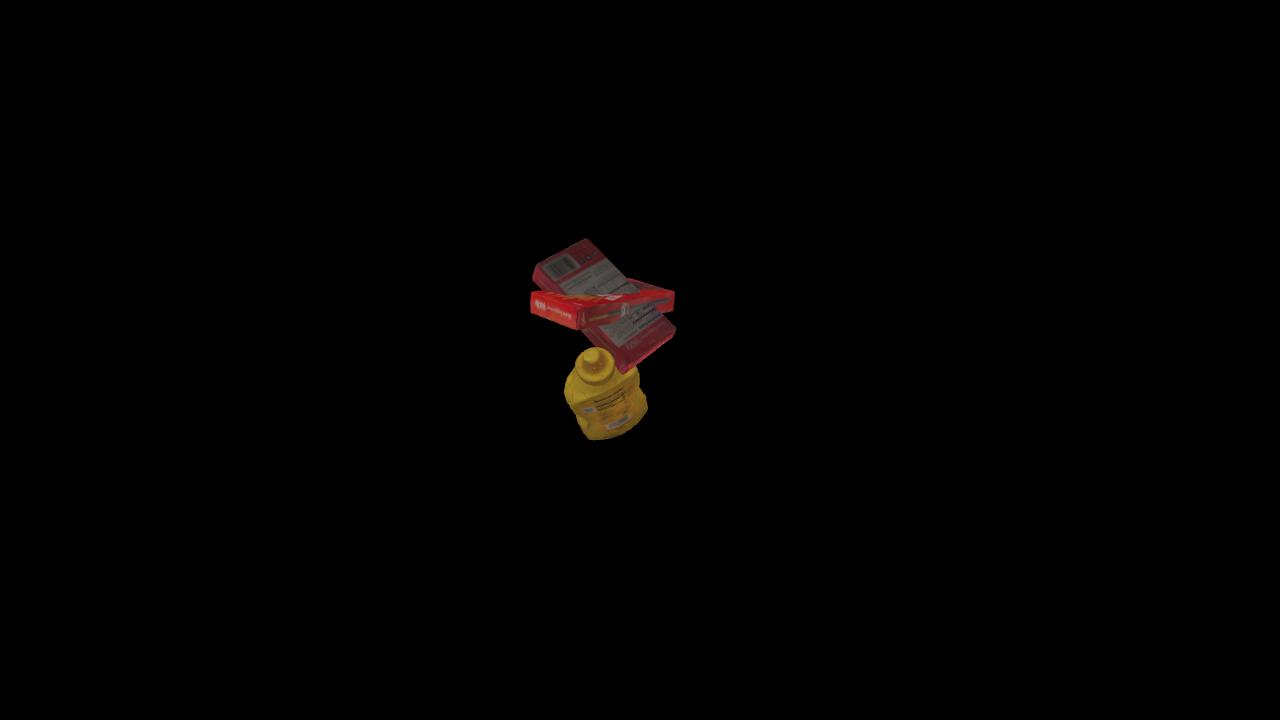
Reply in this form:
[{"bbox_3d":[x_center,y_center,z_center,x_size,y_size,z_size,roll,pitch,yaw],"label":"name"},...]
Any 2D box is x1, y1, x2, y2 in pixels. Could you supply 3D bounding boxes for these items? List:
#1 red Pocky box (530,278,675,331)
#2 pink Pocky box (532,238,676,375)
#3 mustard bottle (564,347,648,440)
[{"bbox_3d":[-0.039,-0.067,0.704,0.083,0.028,0.155,23,27,39],"label":"red Pocky box"},{"bbox_3d":[-0.040,-0.063,0.691,0.084,0.155,0.029,-37,-11,-36],"label":"pink Pocky box"},{"bbox_3d":[-0.041,0.034,0.715,0.092,0.054,0.184,-22,-26,-4],"label":"mustard bottle"}]
